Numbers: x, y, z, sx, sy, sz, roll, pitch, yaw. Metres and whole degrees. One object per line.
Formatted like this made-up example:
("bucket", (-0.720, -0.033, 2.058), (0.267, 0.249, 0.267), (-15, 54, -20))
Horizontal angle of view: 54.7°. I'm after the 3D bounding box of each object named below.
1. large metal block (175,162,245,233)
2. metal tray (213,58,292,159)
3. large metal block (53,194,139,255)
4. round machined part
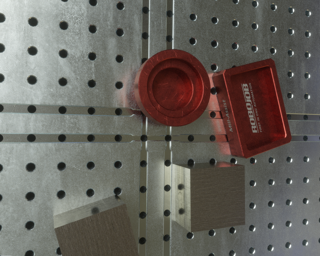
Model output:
("large metal block", (0.067, 0.090, 0.424), (0.081, 0.050, 0.080), (-1, 90, -20))
("metal tray", (0.138, -0.030, 0.460), (0.091, 0.030, 0.129), (-17, 96, -19))
("large metal block", (-0.076, 0.136, 0.372), (0.081, 0.050, 0.080), (-16, 96, -19))
("round machined part", (0.013, -0.051, 0.408), (0.099, 0.042, 0.097), (0, 90, -20))
